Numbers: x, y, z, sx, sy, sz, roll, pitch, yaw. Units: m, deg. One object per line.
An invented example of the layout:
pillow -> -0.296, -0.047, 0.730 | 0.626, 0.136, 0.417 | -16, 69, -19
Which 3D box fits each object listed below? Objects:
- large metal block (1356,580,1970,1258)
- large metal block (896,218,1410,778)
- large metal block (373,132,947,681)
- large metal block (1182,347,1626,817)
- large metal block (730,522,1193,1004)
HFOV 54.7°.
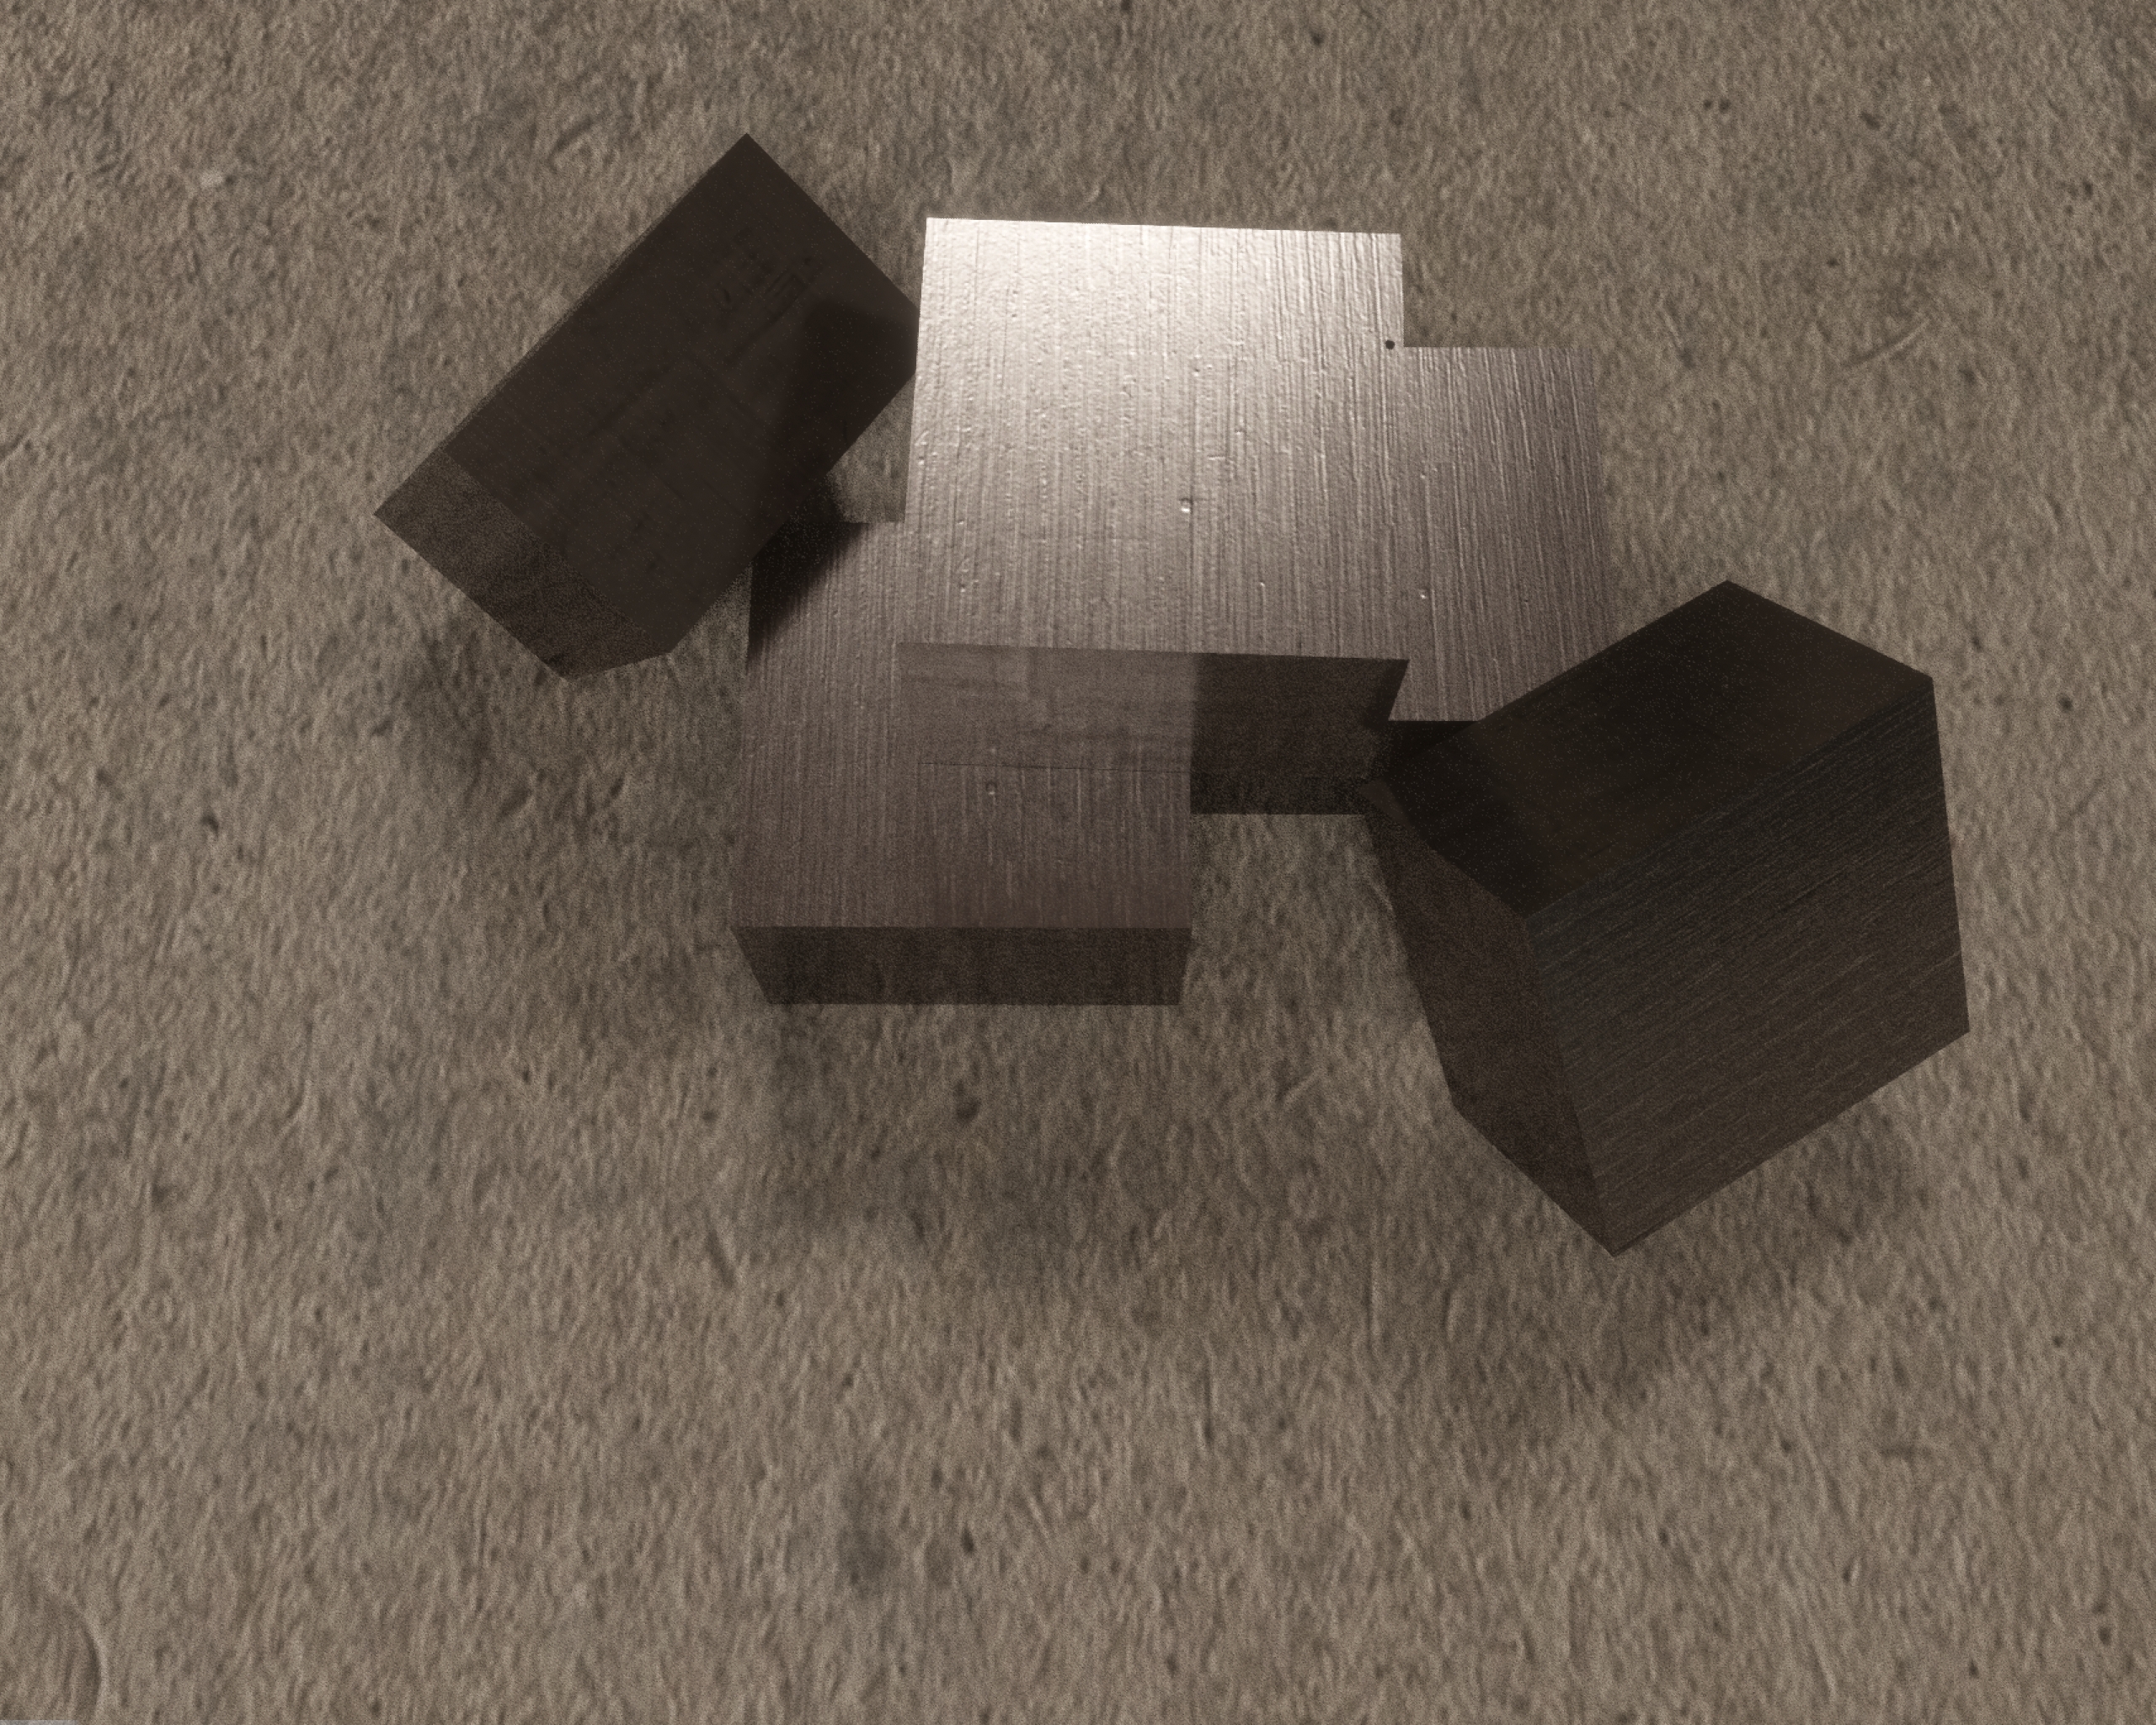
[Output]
large metal block -> 0.106, 0.009, 0.371 | 0.080, 0.080, 0.050 | -30, 35, -11
large metal block -> 0.013, -0.062, 0.364 | 0.081, 0.050, 0.080 | 2, 70, 0
large metal block -> -0.083, -0.084, 0.402 | 0.050, 0.080, 0.080 | 44, 73, -21
large metal block -> 0.060, -0.055, 0.417 | 0.081, 0.050, 0.080 | 0, 70, 0
large metal block -> -0.020, -0.018, 0.400 | 0.081, 0.050, 0.080 | 0, 70, 0
